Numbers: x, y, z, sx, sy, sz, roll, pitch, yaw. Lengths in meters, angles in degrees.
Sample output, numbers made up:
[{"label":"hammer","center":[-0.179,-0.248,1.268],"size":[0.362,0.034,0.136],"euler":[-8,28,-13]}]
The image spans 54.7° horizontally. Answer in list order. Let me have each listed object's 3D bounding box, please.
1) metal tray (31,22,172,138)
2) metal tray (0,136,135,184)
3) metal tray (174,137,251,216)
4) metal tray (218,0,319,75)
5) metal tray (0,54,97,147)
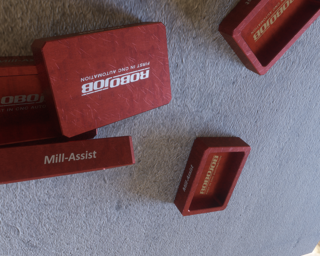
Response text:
[{"label":"metal tray","center":[-0.051,-0.053,0.315],"size":[0.131,0.030,0.089],"euler":[-22,118,-32]},{"label":"metal tray","center":[-0.103,0.035,0.326],"size":[0.131,0.090,0.030],"euler":[-5,82,-29]},{"label":"metal tray","center":[0.082,0.077,0.496],"size":[0.091,0.030,0.129],"euler":[1,118,-29]},{"label":"metal tray","center":[0.147,-0.144,0.394],"size":[0.130,0.030,0.090],"euler":[-48,129,5]},{"label":"metal tray","center":[-0.132,-0.025,0.315],"size":[0.131,0.030,0.089],"euler":[-8,122,-24]}]
